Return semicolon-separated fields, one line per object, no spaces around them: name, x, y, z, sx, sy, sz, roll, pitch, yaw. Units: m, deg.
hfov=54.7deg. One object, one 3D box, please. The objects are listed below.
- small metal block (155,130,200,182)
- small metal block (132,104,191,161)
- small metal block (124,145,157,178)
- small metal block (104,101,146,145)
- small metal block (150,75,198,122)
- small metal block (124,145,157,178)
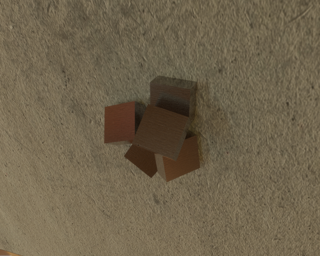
small metal block;0.022;0.034;0.398;0.025;0.050;0.050;38;143;55
small metal block;0.003;0.006;0.359;0.050;0.025;0.050;20;82;16
small metal block;-0.015;0.035;0.436;0.050;0.025;0.050;39;129;2
small metal block;-0.046;-0.005;0.412;0.050;0.025;0.050;-8;77;31
small metal block;0.016;-0.033;0.378;0.050;0.025;0.050;13;124;20
small metal block;-0.015;0.035;0.436;0.050;0.025;0.050;39;129;1
